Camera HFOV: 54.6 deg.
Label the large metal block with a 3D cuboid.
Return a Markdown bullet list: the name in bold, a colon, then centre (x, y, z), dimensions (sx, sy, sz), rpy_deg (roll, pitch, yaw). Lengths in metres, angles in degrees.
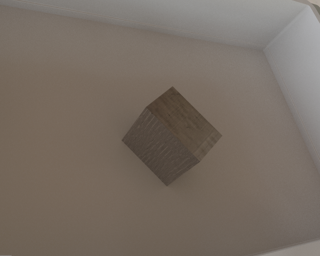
- **large metal block**: centre (0.011, 0.012, 0.369), dimensions (0.080, 0.080, 0.050), rpy_deg (45, 51, 3)
